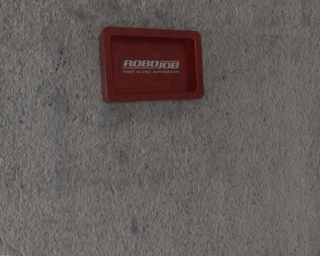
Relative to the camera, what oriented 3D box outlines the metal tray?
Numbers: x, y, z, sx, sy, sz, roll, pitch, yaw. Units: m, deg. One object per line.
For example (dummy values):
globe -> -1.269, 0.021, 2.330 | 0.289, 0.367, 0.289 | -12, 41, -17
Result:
metal tray -> -0.009, -0.080, 0.402 | 0.131, 0.030, 0.089 | -4, 91, -20
